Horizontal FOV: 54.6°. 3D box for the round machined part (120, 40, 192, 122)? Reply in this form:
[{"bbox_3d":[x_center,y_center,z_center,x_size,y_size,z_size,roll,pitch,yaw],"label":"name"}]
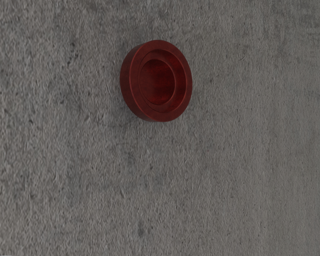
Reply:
[{"bbox_3d":[-0.009,-0.056,0.385,0.099,0.042,0.097,0,90,-40],"label":"round machined part"}]
